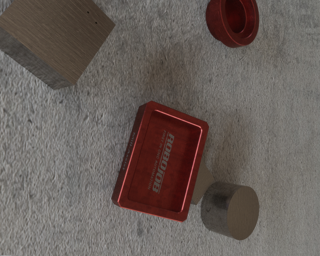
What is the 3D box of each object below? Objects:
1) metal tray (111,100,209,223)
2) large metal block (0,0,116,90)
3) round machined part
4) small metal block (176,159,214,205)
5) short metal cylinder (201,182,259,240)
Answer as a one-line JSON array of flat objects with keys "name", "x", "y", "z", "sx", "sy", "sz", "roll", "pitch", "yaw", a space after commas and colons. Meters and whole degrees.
[{"name": "metal tray", "x": 0.003, "y": 0.042, "z": 0.386, "sx": 0.091, "sy": 0.030, "sz": 0.130, "roll": 20, "pitch": 77, "yaw": -20}, {"name": "large metal block", "x": -0.104, "y": -0.095, "z": 0.301, "sx": 0.080, "sy": 0.050, "sz": 0.080, "roll": 41, "pitch": 65, "yaw": -32}, {"name": "round machined part", "x": 0.109, "y": -0.174, "z": 0.485, "sx": 0.099, "sy": 0.042, "sz": 0.097, "roll": 0, "pitch": 90, "yaw": -40}, {"name": "small metal block", "x": 0.045, "y": 0.073, "z": 0.442, "sx": 0.050, "sy": 0.025, "sz": 0.050, "roll": -49, "pitch": 119, "yaw": -29}, {"name": "short metal cylinder", "x": 0.109, "y": 0.126, "z": 0.480, "sx": 0.081, "sy": 0.050, "sz": 0.080, "roll": 0, "pitch": 90, "yaw": -40}]
